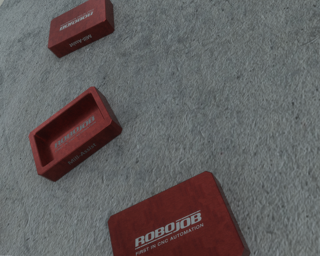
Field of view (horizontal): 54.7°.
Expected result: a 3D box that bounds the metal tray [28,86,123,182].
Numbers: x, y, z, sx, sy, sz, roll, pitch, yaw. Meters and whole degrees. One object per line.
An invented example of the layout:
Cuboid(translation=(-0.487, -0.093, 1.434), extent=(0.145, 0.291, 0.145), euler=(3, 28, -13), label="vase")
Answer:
Cuboid(translation=(-0.129, 0.007, 0.463), extent=(0.130, 0.030, 0.090), euler=(-36, 51, 4), label="metal tray")

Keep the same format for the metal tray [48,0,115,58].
Cuboid(translation=(-0.154, -0.200, 0.604), extent=(0.130, 0.030, 0.090), euler=(-20, 54, 16), label="metal tray")

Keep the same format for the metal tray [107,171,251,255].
Cuboid(translation=(0.014, 0.113, 0.324), extent=(0.130, 0.030, 0.090), euler=(-27, 52, 10), label="metal tray")
